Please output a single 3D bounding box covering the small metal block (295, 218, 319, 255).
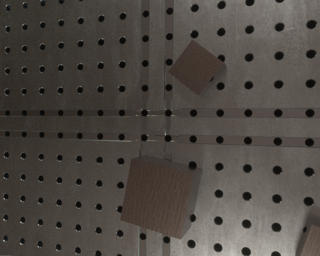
[{"bbox_3d":[0.187,0.137,0.347,0.050,0.025,0.050,19,96,18],"label":"small metal block"}]

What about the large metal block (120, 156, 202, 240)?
[{"bbox_3d":[0.003,0.084,0.398,0.080,0.050,0.079,12,94,19],"label":"large metal block"}]

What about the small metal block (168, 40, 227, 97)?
[{"bbox_3d":[0.048,-0.075,0.395,0.050,0.025,0.050,41,103,15],"label":"small metal block"}]
